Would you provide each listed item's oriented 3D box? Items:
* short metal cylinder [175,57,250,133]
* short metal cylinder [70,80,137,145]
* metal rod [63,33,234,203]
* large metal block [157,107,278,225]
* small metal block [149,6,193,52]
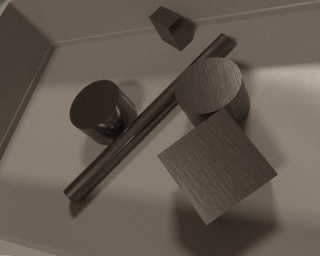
[{"bbox_3d":[0.065,-0.039,0.379,0.080,0.050,0.080,-13,56,20],"label":"short metal cylinder"},{"bbox_3d":[-0.080,-0.022,0.443,0.080,0.050,0.080,-13,56,20],"label":"short metal cylinder"},{"bbox_3d":[-0.013,-0.016,0.420,0.300,0.025,0.025,-45,51,-4],"label":"metal rod"},{"bbox_3d":[0.057,0.038,0.317,0.080,0.050,0.080,-37,77,3],"label":"large metal block"},{"bbox_3d":[0.017,-0.151,0.472,0.025,0.050,0.050,-45,51,-3],"label":"small metal block"}]
